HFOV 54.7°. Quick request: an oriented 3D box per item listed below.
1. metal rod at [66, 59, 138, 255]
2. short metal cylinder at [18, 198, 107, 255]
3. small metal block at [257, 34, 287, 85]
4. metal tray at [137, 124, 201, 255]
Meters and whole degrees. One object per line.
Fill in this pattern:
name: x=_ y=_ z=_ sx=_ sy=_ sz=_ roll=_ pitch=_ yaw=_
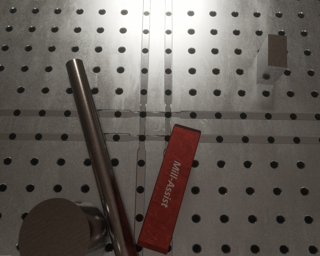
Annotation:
metal rod: x=-0.075 y=0.042 z=0.395 sx=0.025 sy=0.025 sz=0.299 roll=-17 pitch=71 yaw=-6
short metal cylinder: x=-0.106 y=0.120 z=0.345 sx=0.080 sy=0.050 sz=0.080 roll=-3 pitch=74 yaw=10
small metal block: x=0.156 y=-0.095 z=0.435 sx=0.025 sy=0.050 sz=0.050 roll=7 pitch=70 yaw=2
metal tray: x=0.011 y=0.070 z=0.351 sx=0.030 sy=0.090 sz=0.130 roll=16 pitch=71 yaw=5
